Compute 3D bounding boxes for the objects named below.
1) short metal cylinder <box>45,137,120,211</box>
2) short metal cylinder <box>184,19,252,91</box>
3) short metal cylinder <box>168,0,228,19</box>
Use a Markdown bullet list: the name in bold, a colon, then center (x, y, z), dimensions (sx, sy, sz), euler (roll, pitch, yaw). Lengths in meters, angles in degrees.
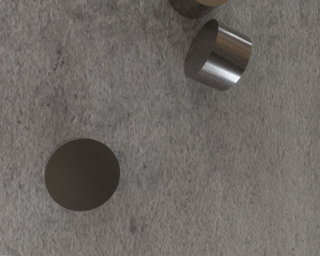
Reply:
- **short metal cylinder**: center (-0.092, 0.051, 0.362), dimensions (0.081, 0.050, 0.079), euler (0, 90, -21)
- **short metal cylinder**: center (0.074, -0.095, 0.408), dimensions (0.050, 0.080, 0.080), euler (20, 83, -20)
- **short metal cylinder**: center (0.054, -0.195, 0.416), dimensions (0.081, 0.050, 0.079), euler (0, 90, -21)
